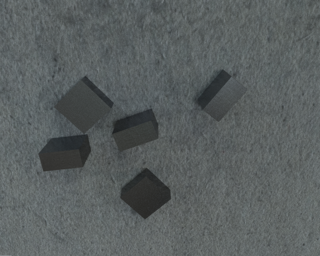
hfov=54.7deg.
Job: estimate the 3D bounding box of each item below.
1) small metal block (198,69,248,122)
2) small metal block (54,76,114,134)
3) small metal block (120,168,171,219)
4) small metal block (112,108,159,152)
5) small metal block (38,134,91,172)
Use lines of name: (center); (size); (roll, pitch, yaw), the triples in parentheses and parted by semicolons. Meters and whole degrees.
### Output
small metal block: (0.075, -0.041, 0.382); (0.025, 0.050, 0.050); (36, 106, -13)
small metal block: (-0.097, -0.030, 0.398); (0.050, 0.025, 0.050); (-42, 105, 13)
small metal block: (-0.020, 0.094, 0.444); (0.050, 0.025, 0.050); (-41, 106, 13)
small metal block: (-0.030, 0.002, 0.397); (0.050, 0.050, 0.025); (-19, 109, 6)
small metal block: (-0.123, 0.032, 0.406); (0.050, 0.050, 0.025); (-6, 110, 2)
